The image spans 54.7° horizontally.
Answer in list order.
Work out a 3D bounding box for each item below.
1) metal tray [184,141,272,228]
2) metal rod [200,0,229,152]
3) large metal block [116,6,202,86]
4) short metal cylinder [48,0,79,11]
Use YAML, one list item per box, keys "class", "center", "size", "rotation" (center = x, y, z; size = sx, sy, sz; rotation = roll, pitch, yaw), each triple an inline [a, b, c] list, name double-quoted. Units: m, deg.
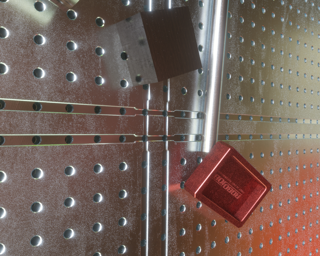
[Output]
- class: "metal tray"
  center: [0.109, 0.090, 0.480]
  size: [0.130, 0.030, 0.090]
  rotation: [40, 86, -33]
- class: "metal rod"
  center: [0.088, -0.111, 0.485]
  size: [0.025, 0.025, 0.298]
  rotation: [9, 84, -40]
- class: "large metal block"
  center: [0.001, -0.104, 0.395]
  size: [0.081, 0.050, 0.080]
  rotation: [-25, 106, -38]
- class: "short metal cylinder"
  center: [-0.093, -0.162, 0.296]
  size: [0.050, 0.080, 0.080]
  rotation: [30, 72, -37]
